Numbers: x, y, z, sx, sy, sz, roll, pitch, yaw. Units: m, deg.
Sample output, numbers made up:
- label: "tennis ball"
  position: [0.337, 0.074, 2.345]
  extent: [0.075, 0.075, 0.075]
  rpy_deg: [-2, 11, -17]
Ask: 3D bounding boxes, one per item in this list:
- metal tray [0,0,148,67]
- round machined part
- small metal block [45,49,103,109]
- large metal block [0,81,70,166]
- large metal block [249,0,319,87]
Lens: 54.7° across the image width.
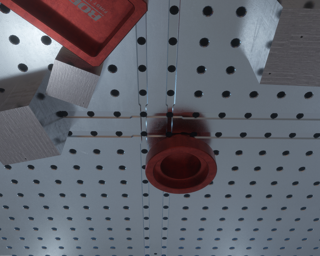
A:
- label: "metal tray"
  position: [-0.087, -0.130, 0.296]
  extent: [0.130, 0.030, 0.090]
  rpy_deg: [34, 122, -26]
- label: "round machined part"
  position: [0.029, 0.047, 0.441]
  extent: [0.099, 0.042, 0.097]
  rpy_deg: [0, 130, 0]
- label: "small metal block"
  position: [-0.100, -0.056, 0.362]
  extent: [0.050, 0.025, 0.050]
  rpy_deg: [19, 128, -16]
- label: "large metal block"
  position: [-0.174, -0.004, 0.390]
  extent: [0.080, 0.050, 0.080]
  rpy_deg: [-11, 130, 9]
- label: "large metal block"
  position: [0.146, -0.091, 0.319]
  extent: [0.081, 0.050, 0.079]
  rpy_deg: [2, 130, -2]
